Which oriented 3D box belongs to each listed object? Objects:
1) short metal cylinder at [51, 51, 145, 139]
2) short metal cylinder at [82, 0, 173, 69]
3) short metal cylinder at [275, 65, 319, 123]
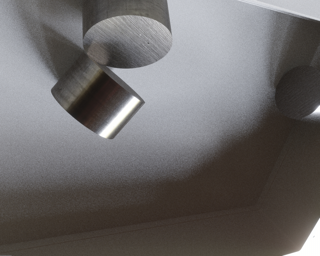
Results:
[{"bbox_3d":[-0.062,-0.034,0.319,0.050,0.080,0.080,-49,129,6],"label":"short metal cylinder"},{"bbox_3d":[-0.031,-0.098,0.290,0.081,0.050,0.080,-6,160,-2],"label":"short metal cylinder"},{"bbox_3d":[0.224,-0.049,0.468,0.050,0.080,0.079,10,113,-33],"label":"short metal cylinder"}]
